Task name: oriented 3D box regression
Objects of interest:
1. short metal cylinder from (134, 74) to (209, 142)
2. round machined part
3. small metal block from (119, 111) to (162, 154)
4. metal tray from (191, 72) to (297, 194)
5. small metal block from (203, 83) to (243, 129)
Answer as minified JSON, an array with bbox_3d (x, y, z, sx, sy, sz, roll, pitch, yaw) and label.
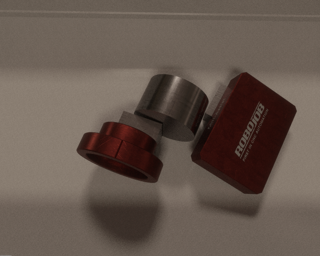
[{"bbox_3d":[0.014,-0.023,0.389,0.080,0.080,0.050,22,72,7],"label":"short metal cylinder"},{"bbox_3d":[-0.042,0.026,0.361,0.098,0.098,0.042,19,71,6],"label":"round machined part"},{"bbox_3d":[-0.025,0.006,0.394,0.050,0.050,0.025,19,71,6],"label":"small metal block"},{"bbox_3d":[0.108,0.006,0.392,0.090,0.030,0.130,33,72,-8],"label":"metal tray"},{"bbox_3d":[0.093,-0.025,0.420,0.050,0.025,0.050,27,72,9],"label":"small metal block"}]
